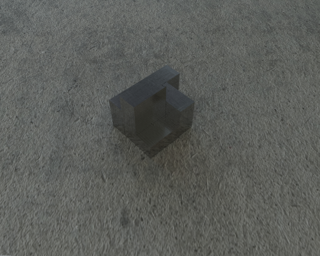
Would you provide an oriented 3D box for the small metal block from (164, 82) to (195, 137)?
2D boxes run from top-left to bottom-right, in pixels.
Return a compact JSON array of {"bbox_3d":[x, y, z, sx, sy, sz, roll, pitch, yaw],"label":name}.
[{"bbox_3d":[0.017,-0.024,0.408,0.025,0.050,0.050,-36,59,-26],"label":"small metal block"}]

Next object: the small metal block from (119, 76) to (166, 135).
[{"bbox_3d":[-0.020,-0.027,0.378,0.050,0.050,0.025,-36,59,-27],"label":"small metal block"}]

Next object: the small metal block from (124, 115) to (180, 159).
[{"bbox_3d":[-0.010,0.004,0.401,0.050,0.025,0.050,-35,59,-26],"label":"small metal block"}]

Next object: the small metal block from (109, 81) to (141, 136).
[{"bbox_3d":[-0.037,-0.025,0.409,0.050,0.050,0.025,-36,59,-27],"label":"small metal block"}]

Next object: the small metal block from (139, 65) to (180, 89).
[{"bbox_3d":[0.000,-0.052,0.432,0.050,0.050,0.025,-36,59,-27],"label":"small metal block"}]
